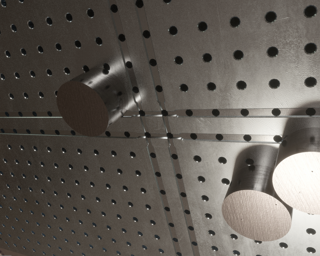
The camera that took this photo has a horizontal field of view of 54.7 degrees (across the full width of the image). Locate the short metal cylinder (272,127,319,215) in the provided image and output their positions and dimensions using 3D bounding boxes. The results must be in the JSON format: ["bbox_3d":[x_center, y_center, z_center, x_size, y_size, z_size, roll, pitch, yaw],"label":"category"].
[{"bbox_3d":[0.167,0.046,0.335,0.080,0.050,0.079,13,124,20],"label":"short metal cylinder"}]

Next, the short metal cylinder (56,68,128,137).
[{"bbox_3d":[-0.091,-0.035,0.419,0.080,0.050,0.079,13,124,20],"label":"short metal cylinder"}]

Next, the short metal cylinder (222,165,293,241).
[{"bbox_3d":[0.123,0.093,0.387,0.080,0.050,0.079,13,124,20],"label":"short metal cylinder"}]
